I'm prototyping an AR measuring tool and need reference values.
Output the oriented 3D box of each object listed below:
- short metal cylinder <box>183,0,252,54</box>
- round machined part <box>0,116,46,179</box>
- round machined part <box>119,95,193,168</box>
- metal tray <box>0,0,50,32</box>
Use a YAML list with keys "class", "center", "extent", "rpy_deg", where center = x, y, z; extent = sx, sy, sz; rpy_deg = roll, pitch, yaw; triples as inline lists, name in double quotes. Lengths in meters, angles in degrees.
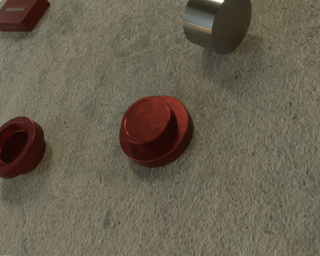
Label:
- class: "short metal cylinder"
  center: [0.077, -0.145, 0.416]
  extent: [0.050, 0.080, 0.080]
  rpy_deg: [34, 81, 38]
- class: "round machined part"
  center: [-0.221, 0.034, 0.485]
  extent: [0.098, 0.042, 0.098]
  rpy_deg: [-13, 56, 20]
- class: "round machined part"
  center: [-0.010, -0.002, 0.398]
  extent: [0.098, 0.042, 0.098]
  rpy_deg: [-13, 56, 20]
- class: "metal tray"
  center: [-0.334, -0.275, 0.741]
  extent: [0.130, 0.030, 0.090]
  rpy_deg: [12, 68, 32]
